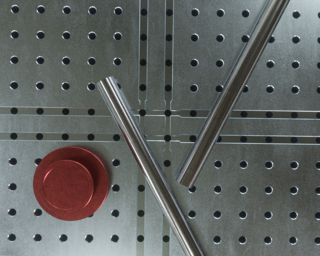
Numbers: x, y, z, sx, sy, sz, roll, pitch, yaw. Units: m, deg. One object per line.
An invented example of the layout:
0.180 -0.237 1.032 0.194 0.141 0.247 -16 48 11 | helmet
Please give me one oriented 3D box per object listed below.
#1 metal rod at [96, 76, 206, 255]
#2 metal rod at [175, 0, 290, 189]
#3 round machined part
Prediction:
-0.005 0.070 0.413 0.025 0.025 0.299 -27 90 0 | metal rod
0.101 -0.058 0.414 0.025 0.025 0.299 28 90 -1 | metal rod
-0.117 0.073 0.403 0.099 0.042 0.097 0 90 -1 | round machined part
